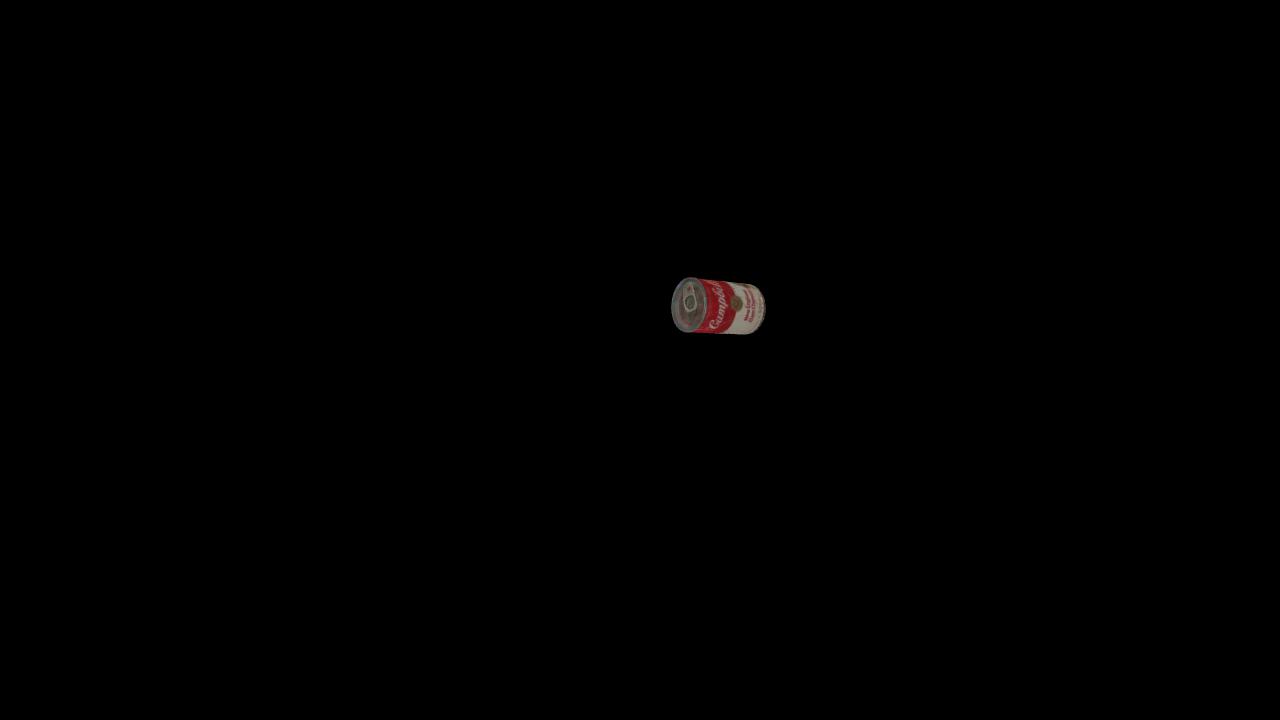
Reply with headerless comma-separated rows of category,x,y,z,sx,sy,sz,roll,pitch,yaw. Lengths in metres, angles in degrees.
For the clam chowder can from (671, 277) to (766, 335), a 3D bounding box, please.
clam chowder can,0.099,-0.066,0.775,0.102,0.068,0.068,1,0,-35
